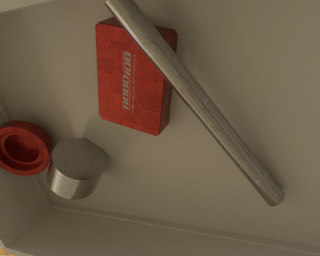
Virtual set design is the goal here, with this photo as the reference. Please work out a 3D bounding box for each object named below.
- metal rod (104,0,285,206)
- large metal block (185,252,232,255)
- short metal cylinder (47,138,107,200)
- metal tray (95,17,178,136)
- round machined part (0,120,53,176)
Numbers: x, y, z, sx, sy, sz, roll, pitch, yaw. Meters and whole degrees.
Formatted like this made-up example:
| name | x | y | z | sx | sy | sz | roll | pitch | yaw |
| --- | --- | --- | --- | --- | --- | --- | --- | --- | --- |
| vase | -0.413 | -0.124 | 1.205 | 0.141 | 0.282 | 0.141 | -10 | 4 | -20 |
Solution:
| name | x | y | z | sx | sy | sz | roll | pitch | yaw |
| --- | --- | --- | --- | --- | --- | --- | --- | --- | --- |
| metal rod | 0.050 | -0.020 | 0.343 | 0.025 | 0.025 | 0.300 | -28 | 112 | 37 |
| large metal block | 0.073 | 0.249 | 0.490 | 0.080 | 0.080 | 0.050 | -8 | 114 | 31 |
| short metal cylinder | -0.129 | 0.062 | 0.477 | 0.080 | 0.080 | 0.050 | 33 | 128 | 6 |
| metal tray | -0.031 | -0.061 | 0.383 | 0.090 | 0.030 | 0.129 | 17 | 125 | 18 |
| round machined part | -0.227 | 0.029 | 0.519 | 0.099 | 0.042 | 0.097 | 1 | 120 | 1 |
